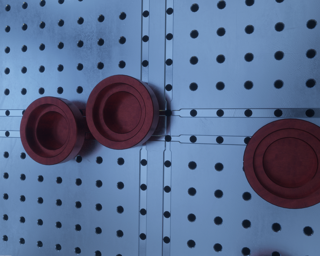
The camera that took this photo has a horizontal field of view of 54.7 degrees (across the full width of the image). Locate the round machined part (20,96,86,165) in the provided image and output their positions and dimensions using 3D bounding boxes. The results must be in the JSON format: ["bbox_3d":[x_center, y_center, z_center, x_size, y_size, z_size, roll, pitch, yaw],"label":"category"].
[{"bbox_3d":[-0.152,0.004,0.455,0.098,0.042,0.097,0,90,19],"label":"round machined part"}]

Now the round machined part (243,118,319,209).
[{"bbox_3d":[0.147,0.038,0.352,0.098,0.042,0.097,0,90,19],"label":"round machined part"}]

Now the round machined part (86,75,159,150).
[{"bbox_3d":[-0.047,-0.021,0.419,0.098,0.042,0.097,0,90,19],"label":"round machined part"}]
